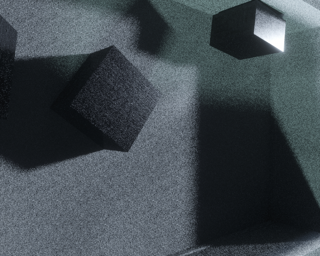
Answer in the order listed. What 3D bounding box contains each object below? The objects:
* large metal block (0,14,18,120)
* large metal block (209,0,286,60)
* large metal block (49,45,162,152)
[{"bbox_3d":[-0.152,-0.051,0.233,0.050,0.080,0.080,5,86,-5],"label":"large metal block"},{"bbox_3d":[0.137,-0.149,0.485,0.081,0.080,0.050,11,83,-40],"label":"large metal block"},{"bbox_3d":[-0.057,-0.030,0.342,0.080,0.050,0.080,44,64,-31],"label":"large metal block"}]
